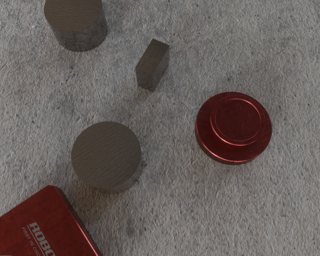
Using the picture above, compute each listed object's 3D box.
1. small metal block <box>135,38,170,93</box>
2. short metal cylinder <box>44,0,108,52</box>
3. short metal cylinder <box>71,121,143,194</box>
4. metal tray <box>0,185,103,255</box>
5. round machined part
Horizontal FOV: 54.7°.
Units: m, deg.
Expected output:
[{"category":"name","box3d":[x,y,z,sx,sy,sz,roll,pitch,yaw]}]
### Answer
[{"category":"small metal block","box3d":[-0.009,-0.085,0.426,0.025,0.050,0.050,25,72,9]},{"category":"short metal cylinder","box3d":[-0.120,-0.159,0.452,0.081,0.050,0.080,0,70,0]},{"category":"short metal cylinder","box3d":[-0.062,0.038,0.381,0.081,0.050,0.080,0,70,0]},{"category":"metal tray","box3d":[-0.125,0.143,0.352,0.090,0.030,0.130,-35,74,-12]},{"category":"round machined part","box3d":[0.096,-0.004,0.401,0.099,0.042,0.098,0,70,0]}]
